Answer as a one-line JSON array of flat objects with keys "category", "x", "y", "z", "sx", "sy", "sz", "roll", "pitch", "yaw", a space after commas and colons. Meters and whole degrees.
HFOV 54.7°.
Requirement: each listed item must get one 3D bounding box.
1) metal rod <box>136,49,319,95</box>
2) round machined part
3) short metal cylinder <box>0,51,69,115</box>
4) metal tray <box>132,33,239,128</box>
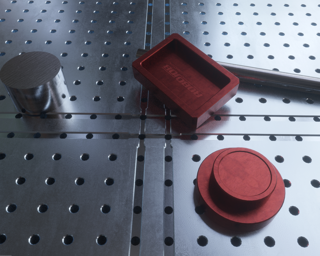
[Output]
[{"category": "metal rod", "x": 0.110, "y": -0.088, "z": 0.482, "sx": 0.301, "sy": 0.025, "sz": 0.025, "roll": 11, "pitch": 51, "yaw": 9}, {"category": "round machined part", "x": 0.090, "y": 0.061, "z": 0.347, "sx": 0.099, "sy": 0.042, "sz": 0.098, "roll": 1, "pitch": 50, "yaw": 0}, {"category": "short metal cylinder", "x": -0.178, "y": -0.065, "z": 0.444, "sx": 0.081, "sy": 0.050, "sz": 0.080, "roll": 0, "pitch": 50, "yaw": 0}, {"category": "metal tray", "x": 0.035, "y": -0.071, "z": 0.445, "sx": 0.090, "sy": 0.030, "sz": 0.130, "roll": -40, "pitch": 67, "yaw": -17}]
